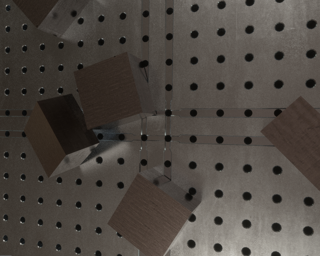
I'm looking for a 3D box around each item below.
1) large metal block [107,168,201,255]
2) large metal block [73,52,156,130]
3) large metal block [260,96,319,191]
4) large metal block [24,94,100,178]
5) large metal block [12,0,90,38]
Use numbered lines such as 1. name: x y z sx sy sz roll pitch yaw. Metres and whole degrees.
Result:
1. large metal block: -0.007 0.110 0.401 0.080 0.050 0.080 34 101 16
2. large metal block: -0.060 -0.047 0.419 0.080 0.050 0.080 -16 85 18
3. large metal block: 0.156 0.015 0.329 0.050 0.080 0.080 -45 76 14
4. large metal block: -0.139 0.012 0.429 0.080 0.050 0.080 -42 75 45
5. large metal block: -0.162 -0.195 0.455 0.080 0.050 0.080 -46 76 14
